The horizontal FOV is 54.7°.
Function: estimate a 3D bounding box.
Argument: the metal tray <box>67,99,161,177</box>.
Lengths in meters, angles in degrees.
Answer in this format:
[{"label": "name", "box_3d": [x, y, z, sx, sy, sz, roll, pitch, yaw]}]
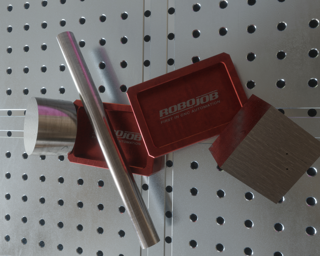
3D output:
[{"label": "metal tray", "box_3d": [-0.062, 0.011, 0.431, 0.130, 0.030, 0.089, 7, 92, 19]}]

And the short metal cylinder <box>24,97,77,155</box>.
[{"label": "short metal cylinder", "box_3d": [-0.155, -0.001, 0.435, 0.080, 0.050, 0.080, -8, 80, 54]}]

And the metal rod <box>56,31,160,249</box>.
[{"label": "metal rod", "box_3d": [-0.071, 0.009, 0.406, 0.025, 0.025, 0.299, -27, 81, 18]}]

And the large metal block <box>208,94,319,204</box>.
[{"label": "large metal block", "box_3d": [0.115, 0.022, 0.340, 0.080, 0.050, 0.080, 33, 103, -15]}]

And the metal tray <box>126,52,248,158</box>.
[{"label": "metal tray", "box_3d": [0.036, -0.026, 0.377, 0.131, 0.030, 0.090, -20, 83, 2]}]
